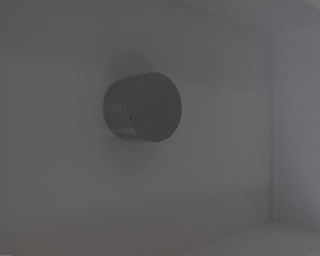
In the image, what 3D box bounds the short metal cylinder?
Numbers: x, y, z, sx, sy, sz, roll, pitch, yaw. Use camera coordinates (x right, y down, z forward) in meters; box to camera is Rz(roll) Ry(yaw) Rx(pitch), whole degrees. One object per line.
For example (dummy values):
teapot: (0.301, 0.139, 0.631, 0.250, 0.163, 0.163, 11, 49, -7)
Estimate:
short metal cylinder: (-0.020, -0.024, 0.372, 0.081, 0.050, 0.080, 0, 90, -40)
